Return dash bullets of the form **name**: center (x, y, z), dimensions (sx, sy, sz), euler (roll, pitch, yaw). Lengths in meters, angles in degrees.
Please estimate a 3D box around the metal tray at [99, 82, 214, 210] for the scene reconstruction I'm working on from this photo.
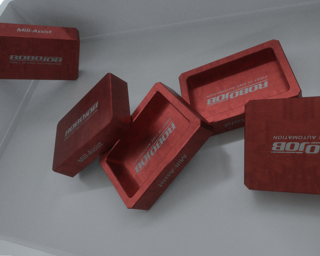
- **metal tray**: center (-0.009, 0.021, 0.369), dimensions (0.130, 0.030, 0.090), euler (-52, 50, 12)

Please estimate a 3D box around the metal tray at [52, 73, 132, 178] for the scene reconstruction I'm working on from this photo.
- **metal tray**: center (-0.095, -0.003, 0.419), dimensions (0.130, 0.030, 0.090), euler (-37, 43, 29)

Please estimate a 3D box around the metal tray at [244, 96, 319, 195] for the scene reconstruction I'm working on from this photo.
- **metal tray**: center (0.149, 0.017, 0.294), dimensions (0.130, 0.030, 0.090), euler (-1, 82, 27)

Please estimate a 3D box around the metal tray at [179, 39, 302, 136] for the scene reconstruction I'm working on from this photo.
- **metal tray**: center (0.093, -0.047, 0.381), dimensions (0.130, 0.030, 0.090), euler (-18, 55, 17)

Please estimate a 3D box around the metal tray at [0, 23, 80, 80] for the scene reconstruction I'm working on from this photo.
- **metal tray**: center (-0.199, -0.119, 0.498), dimensions (0.131, 0.089, 0.030), euler (-2, 55, -19)
